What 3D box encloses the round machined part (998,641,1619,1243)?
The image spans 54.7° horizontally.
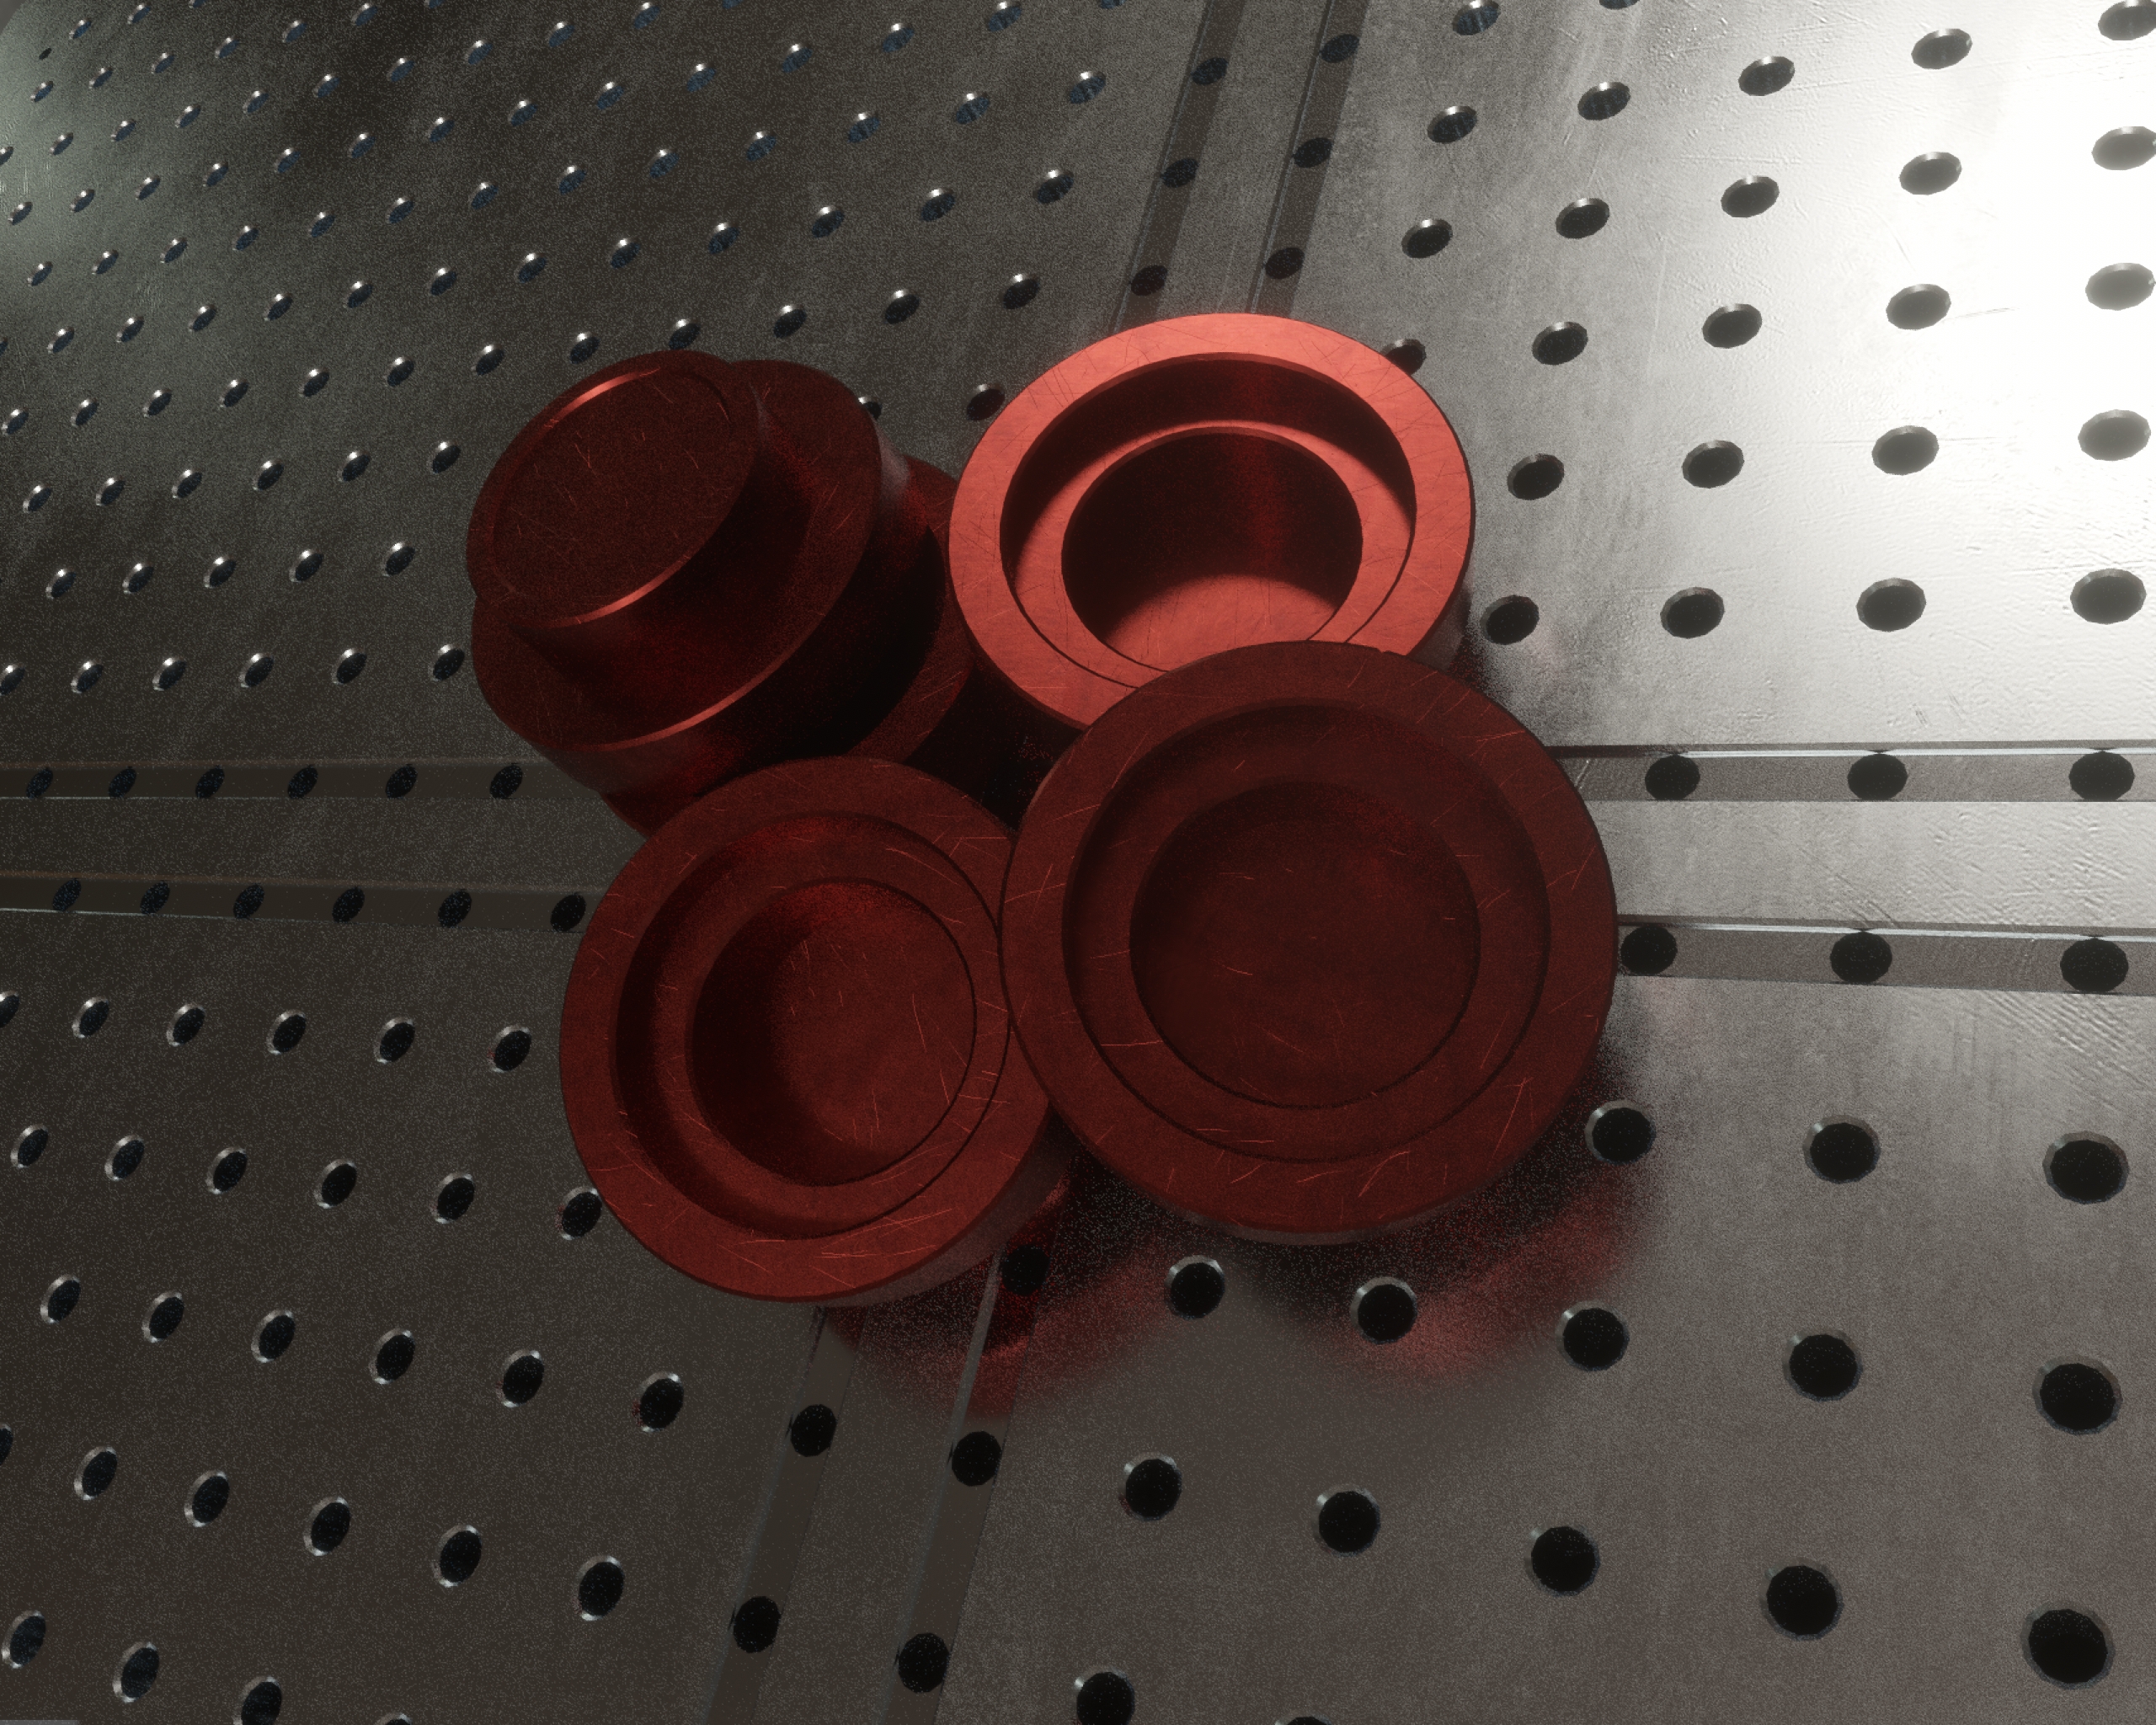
[{"bbox_3d":[0.038,0.015,0.352,0.099,0.042,0.098,-2,74,6],"label":"round machined part"}]

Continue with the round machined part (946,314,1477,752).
[{"bbox_3d":[0.027,-0.055,0.404,0.099,0.042,0.098,-4,63,8],"label":"round machined part"}]

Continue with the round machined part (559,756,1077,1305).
[{"bbox_3d":[-0.042,0.033,0.386,0.098,0.042,0.098,-4,75,16],"label":"round machined part"}]

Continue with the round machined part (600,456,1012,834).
[{"bbox_3d":[-0.052,-0.036,0.445,0.098,0.042,0.098,-13,56,20],"label":"round machined part"}]

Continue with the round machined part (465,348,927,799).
[{"bbox_3d":[-0.084,-0.065,0.425,0.098,0.042,0.098,-13,56,20],"label":"round machined part"}]
